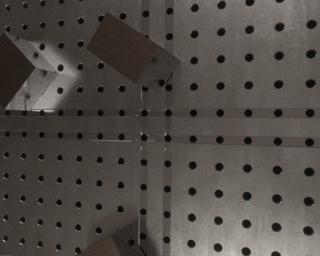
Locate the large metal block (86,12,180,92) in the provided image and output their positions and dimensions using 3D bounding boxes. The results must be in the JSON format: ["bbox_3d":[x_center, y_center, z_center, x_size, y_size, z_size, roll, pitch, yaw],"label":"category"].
[{"bbox_3d":[-0.031,-0.093,0.393,0.080,0.080,0.050,37,102,16],"label":"large metal block"}]

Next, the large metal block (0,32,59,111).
[{"bbox_3d":[-0.219,-0.084,0.474,0.080,0.050,0.080,46,104,14],"label":"large metal block"}]

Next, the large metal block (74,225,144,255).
[{"bbox_3d":[-0.066,0.193,0.421,0.080,0.050,0.080,-33,80,16],"label":"large metal block"}]
